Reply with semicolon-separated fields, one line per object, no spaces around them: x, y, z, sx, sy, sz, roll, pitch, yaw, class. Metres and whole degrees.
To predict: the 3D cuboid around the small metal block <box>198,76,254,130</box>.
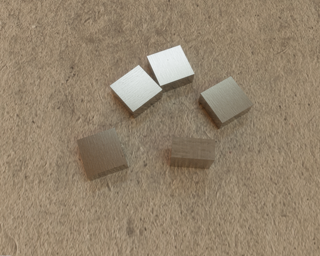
0.088;-0.034;0.421;0.050;0.025;0.050;-30;73;-11;small metal block

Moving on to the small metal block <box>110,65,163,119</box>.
-0.032;-0.050;0.426;0.050;0.025;0.050;-39;75;-13;small metal block

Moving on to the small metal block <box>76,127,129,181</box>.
-0.073;0.033;0.395;0.050;0.025;0.050;-19;71;-7;small metal block

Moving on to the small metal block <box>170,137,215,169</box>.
0.039;0.032;0.383;0.050;0.050;0.025;4;70;1;small metal block

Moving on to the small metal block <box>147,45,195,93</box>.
0.014;-0.083;0.438;0.050;0.025;0.050;-21;71;-8;small metal block
